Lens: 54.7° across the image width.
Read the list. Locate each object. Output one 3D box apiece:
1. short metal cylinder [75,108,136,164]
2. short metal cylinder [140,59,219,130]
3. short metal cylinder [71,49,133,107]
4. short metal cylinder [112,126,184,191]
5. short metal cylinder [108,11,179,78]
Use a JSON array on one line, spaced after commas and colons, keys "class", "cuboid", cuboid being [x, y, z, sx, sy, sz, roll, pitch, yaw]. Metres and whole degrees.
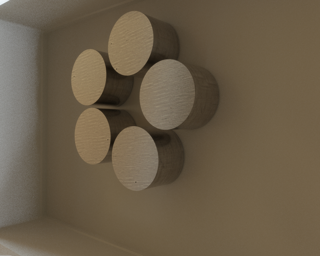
[{"class": "short metal cylinder", "cuboid": [-0.080, 0.011, 0.454, 0.080, 0.050, 0.080, 0, 90, 40]}, {"class": "short metal cylinder", "cuboid": [0.022, -0.038, 0.370, 0.080, 0.050, 0.080, 0, 90, 40]}, {"class": "short metal cylinder", "cuboid": [-0.087, -0.072, 0.460, 0.080, 0.050, 0.080, 0, 90, 40]}, {"class": "short metal cylinder", "cuboid": [-0.016, 0.037, 0.402, 0.080, 0.050, 0.080, 0, 90, 40]}, {"class": "short metal cylinder", "cuboid": [-0.022, -0.106, 0.406, 0.080, 0.050, 0.080, 0, 90, 40]}]
